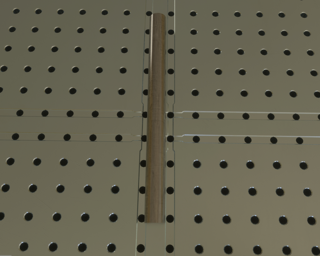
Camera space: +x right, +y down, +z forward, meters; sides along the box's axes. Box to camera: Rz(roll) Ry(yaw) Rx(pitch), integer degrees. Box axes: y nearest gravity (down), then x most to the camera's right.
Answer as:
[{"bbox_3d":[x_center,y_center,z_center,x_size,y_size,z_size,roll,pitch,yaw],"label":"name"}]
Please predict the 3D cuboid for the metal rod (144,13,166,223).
[{"bbox_3d":[-0.005,-0.027,0.422,0.025,0.025,0.299,1,70,0],"label":"metal rod"}]
